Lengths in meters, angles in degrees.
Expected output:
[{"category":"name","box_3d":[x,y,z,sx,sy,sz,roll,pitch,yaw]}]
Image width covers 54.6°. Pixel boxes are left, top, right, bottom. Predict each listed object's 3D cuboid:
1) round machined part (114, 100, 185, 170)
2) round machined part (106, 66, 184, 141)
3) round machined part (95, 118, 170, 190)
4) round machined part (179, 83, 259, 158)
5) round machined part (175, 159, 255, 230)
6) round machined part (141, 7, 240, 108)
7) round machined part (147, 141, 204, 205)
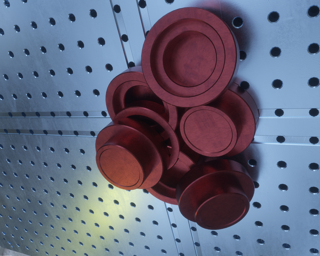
[{"category":"round machined part","box_3d":[-0.012,0.007,0.411,0.098,0.042,0.097,13,124,21]},{"category":"round machined part","box_3d":[-0.015,-0.031,0.390,0.098,0.042,0.097,13,124,21]},{"category":"round machined part","box_3d":[-0.041,0.039,0.392,0.098,0.042,0.097,13,124,21]},{"category":"round machined part","box_3d":[0.062,-0.005,0.364,0.098,0.042,0.097,13,124,21]},{"category":"round machined part","box_3d":[0.072,0.089,0.386,0.099,0.042,0.097,-6,127,-8]},{"category":"round machined part","box_3d":[0.034,-0.071,0.324,0.098,0.042,0.097,3,99,21]},{"category":"round machined part","box_3d":[0.019,0.054,0.424,0.098,0.042,0.097,13,124,21]}]
